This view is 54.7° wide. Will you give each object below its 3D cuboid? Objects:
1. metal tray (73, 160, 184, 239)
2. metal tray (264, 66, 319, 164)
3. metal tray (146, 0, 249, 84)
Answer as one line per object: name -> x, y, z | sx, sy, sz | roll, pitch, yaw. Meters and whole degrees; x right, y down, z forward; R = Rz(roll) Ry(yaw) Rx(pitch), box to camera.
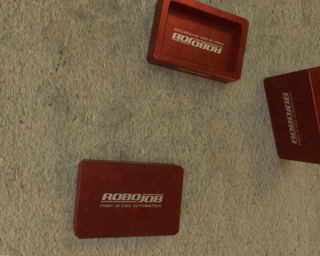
metal tray -> -0.038, 0.089, 0.392 | 0.131, 0.030, 0.089 | 5, 88, -20
metal tray -> 0.203, -0.017, 0.448 | 0.030, 0.090, 0.129 | -15, 95, -19
metal tray -> 0.054, -0.120, 0.425 | 0.131, 0.030, 0.090 | 11, 86, -20
